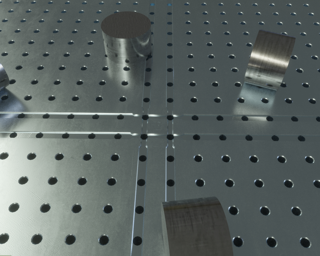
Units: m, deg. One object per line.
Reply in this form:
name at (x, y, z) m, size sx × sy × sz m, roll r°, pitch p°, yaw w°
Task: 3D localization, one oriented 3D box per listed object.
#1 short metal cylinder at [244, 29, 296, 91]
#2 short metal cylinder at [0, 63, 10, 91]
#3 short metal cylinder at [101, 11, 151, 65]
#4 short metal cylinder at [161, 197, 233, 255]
short metal cylinder at (0.160, -0.100, 0.457) m, size 0.050 × 0.080 × 0.080 m, roll 18°, pitch 52°, yaw 14°
short metal cylinder at (-0.263, -0.078, 0.435) m, size 0.080 × 0.080 × 0.050 m, roll 27°, pitch 55°, yaw 21°
short metal cylinder at (-0.055, -0.151, 0.518) m, size 0.081 × 0.050 × 0.080 m, roll 0°, pitch 50°, yaw 0°
short metal cylinder at (0.031, 0.106, 0.283) m, size 0.050 × 0.080 × 0.080 m, roll -5°, pitch 50°, yaw -4°
